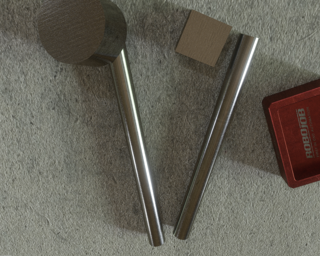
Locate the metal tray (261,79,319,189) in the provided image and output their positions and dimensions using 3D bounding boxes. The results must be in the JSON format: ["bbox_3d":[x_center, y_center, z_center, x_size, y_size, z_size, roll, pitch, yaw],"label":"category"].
[{"bbox_3d":[0.198,0.008,0.411,0.090,0.030,0.129,-19,109,6],"label":"metal tray"}]

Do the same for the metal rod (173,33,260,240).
[{"bbox_3d":[0.069,0.025,0.419,0.025,0.025,0.298,14,110,-5],"label":"metal rod"}]

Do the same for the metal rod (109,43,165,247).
[{"bbox_3d":[-0.029,0.034,0.422,0.025,0.025,0.298,-9,110,3],"label":"metal rod"}]

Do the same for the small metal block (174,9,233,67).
[{"bbox_3d":[0.051,-0.107,0.371,0.050,0.025,0.050,21,109,-8],"label":"small metal block"}]

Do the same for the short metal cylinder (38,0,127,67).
[{"bbox_3d":[-0.084,-0.109,0.341,0.080,0.050,0.079,2,98,19],"label":"short metal cylinder"}]
